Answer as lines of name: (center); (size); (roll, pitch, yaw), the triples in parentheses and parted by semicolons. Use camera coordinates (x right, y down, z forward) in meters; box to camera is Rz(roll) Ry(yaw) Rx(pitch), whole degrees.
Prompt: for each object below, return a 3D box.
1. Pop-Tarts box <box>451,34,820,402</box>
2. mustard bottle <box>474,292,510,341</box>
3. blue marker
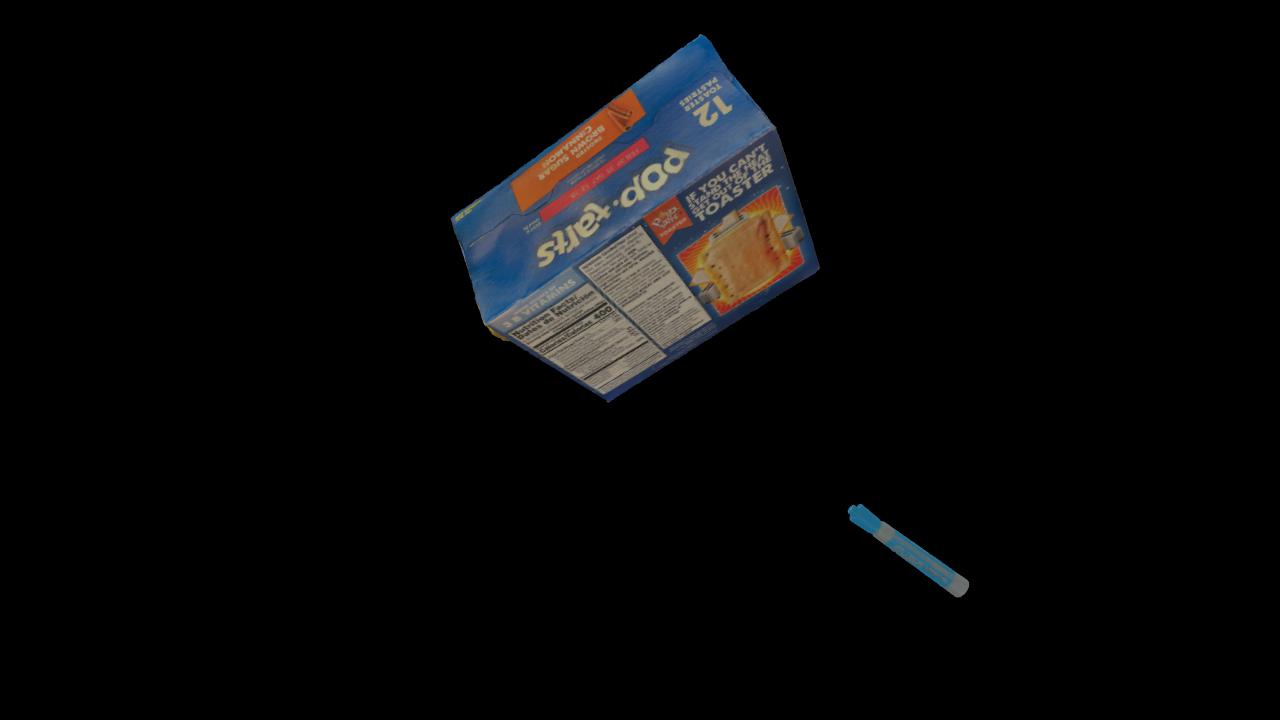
Pop-Tarts box: (0.004, -0.068, 0.364); (0.167, 0.083, 0.141); (-33, -29, 10)
mustard bottle: (-0.129, -0.057, 0.706); (0.092, 0.054, 0.184); (-33, -22, 12)
blue marker: (0.242, 0.172, 0.560); (0.121, 0.020, 0.020); (36, 3, 4)
